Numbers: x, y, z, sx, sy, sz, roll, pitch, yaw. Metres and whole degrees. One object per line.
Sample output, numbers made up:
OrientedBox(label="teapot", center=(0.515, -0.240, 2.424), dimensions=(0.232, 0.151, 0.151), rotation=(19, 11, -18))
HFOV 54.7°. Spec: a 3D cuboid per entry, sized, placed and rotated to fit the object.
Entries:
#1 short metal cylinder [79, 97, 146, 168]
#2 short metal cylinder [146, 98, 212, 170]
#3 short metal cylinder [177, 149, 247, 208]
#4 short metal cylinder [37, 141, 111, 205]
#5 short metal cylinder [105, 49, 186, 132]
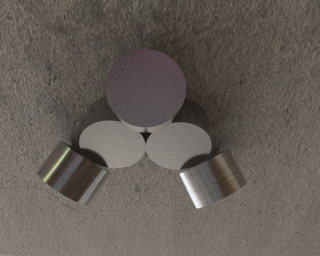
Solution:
OrientedBox(label="short metal cylinder", center=(-0.058, 0.006, 0.396), dimensions=(0.081, 0.050, 0.079), rotation=(0, 130, 0))
OrientedBox(label="short metal cylinder", center=(0.023, 0.008, 0.399), dimensions=(0.081, 0.050, 0.079), rotation=(0, 130, 0))
OrientedBox(label="short metal cylinder", center=(0.070, 0.068, 0.423), dimensions=(0.080, 0.080, 0.050), rotation=(-30, 83, 23))
OrientedBox(label="short metal cylinder", center=(-0.113, 0.059, 0.413), dimensions=(0.080, 0.080, 0.050), rotation=(39, 80, -28))
OrientedBox(label="short metal cylinder", center=(-0.015, -0.037, 0.333), dimensions=(0.081, 0.080, 0.050), rotation=(1, 173, -1))
